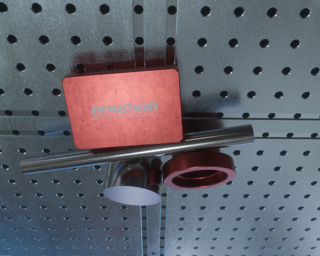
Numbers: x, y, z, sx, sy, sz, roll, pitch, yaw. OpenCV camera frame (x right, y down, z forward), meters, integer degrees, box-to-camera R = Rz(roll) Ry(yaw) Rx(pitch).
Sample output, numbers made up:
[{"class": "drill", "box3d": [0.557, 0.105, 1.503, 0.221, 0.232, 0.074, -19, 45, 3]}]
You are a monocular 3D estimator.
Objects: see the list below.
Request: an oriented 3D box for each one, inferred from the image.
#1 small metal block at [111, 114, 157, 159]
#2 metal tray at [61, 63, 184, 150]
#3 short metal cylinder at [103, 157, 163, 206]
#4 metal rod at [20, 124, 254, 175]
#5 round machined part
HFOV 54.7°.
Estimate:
[{"class": "small metal block", "box3d": [-0.036, 0.013, 0.433, 0.050, 0.025, 0.050, 14, 129, -12]}, {"class": "metal tray", "box3d": [-0.040, -0.025, 0.368, 0.131, 0.030, 0.089, -4, 112, 2]}, {"class": "short metal cylinder", "box3d": [-0.036, 0.074, 0.442, 0.080, 0.050, 0.080, 4, 149, 3]}, {"class": "metal rod", "box3d": [-0.033, 0.029, 0.402, 0.302, 0.025, 0.025, -8, 130, 6]}, {"class": "round machined part", "box3d": [0.052, 0.051, 0.429, 0.099, 0.042, 0.098, -4, 152, -2]}]
